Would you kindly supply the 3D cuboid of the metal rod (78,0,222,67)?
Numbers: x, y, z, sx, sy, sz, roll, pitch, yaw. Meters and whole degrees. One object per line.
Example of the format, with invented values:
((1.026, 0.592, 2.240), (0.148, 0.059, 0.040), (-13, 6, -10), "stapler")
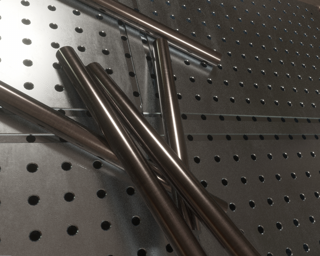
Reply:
((-0.035, -0.172, 0.495), (0.302, 0.025, 0.025), (22, 53, -15), "metal rod")

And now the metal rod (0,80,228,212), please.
((-0.052, 0.031, 0.362), (0.301, 0.025, 0.025), (29, 52, -10), "metal rod")

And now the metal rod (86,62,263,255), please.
((-0.002, 0.025, 0.342), (0.025, 0.025, 0.300), (-20, 57, -36), "metal rod")

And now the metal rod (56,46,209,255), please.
((-0.043, 0.015, 0.342), (0.025, 0.025, 0.299), (-18, 61, -35), "metal rod")

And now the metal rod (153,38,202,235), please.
((0.015, -0.012, 0.404), (0.025, 0.025, 0.299), (11, 51, -23), "metal rod")
